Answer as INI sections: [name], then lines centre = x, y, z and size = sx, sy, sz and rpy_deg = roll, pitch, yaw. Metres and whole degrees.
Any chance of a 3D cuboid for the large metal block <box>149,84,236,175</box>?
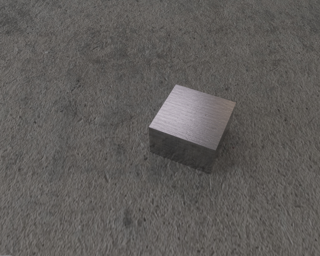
[large metal block]
centre = 0.041, 0.000, 0.388
size = 0.080, 0.050, 0.080
rpy_deg = 19, 53, 15
